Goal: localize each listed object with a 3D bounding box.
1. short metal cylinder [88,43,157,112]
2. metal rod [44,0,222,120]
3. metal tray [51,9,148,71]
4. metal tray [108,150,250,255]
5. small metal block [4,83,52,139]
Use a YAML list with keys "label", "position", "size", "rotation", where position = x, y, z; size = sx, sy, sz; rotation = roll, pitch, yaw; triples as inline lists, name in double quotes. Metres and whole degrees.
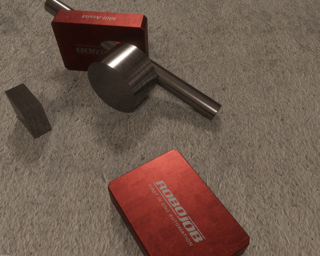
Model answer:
- label: "short metal cylinder"
  position: [-0.051, -0.068, 0.424]
  size: [0.080, 0.080, 0.050]
  rotation: [27, 55, 20]
- label: "metal rod"
  position: [-0.045, -0.105, 0.447]
  size: [0.301, 0.025, 0.025]
  rotation: [35, 57, 9]
- label: "metal tray"
  position: [-0.084, -0.126, 0.464]
  size: [0.131, 0.090, 0.030]
  rotation: [5, 53, 3]
- label: "metal tray"
  position: [0.015, 0.092, 0.323]
  size: [0.091, 0.030, 0.130]
  rotation: [-26, 55, -21]
- label: "small metal block"
  position: [-0.171, -0.022, 0.403]
  size: [0.025, 0.050, 0.050]
  rotation: [-34, 58, -25]
